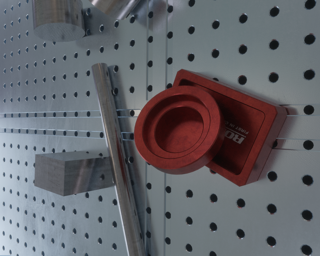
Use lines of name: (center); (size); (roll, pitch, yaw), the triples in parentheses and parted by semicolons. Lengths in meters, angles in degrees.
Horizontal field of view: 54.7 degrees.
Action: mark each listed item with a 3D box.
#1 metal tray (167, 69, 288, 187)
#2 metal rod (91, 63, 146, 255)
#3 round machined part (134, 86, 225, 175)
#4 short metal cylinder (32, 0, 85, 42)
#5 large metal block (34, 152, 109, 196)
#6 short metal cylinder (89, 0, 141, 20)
metal tray: (0.063, -0.005, 0.353); (0.130, 0.030, 0.089); (30, 109, 36)
metal rod: (-0.063, 0.046, 0.461); (0.025, 0.025, 0.299); (-21, 77, 38)
round machined part: (0.024, 0.005, 0.345); (0.098, 0.042, 0.098); (-11, 61, 21)
short metal cylinder: (-0.167, -0.181, 0.511); (0.080, 0.081, 0.050); (-9, 84, 39)
large metal block: (-0.138, 0.068, 0.488); (0.080, 0.081, 0.050); (5, 93, 40)
short metal cylinder: (-0.063, -0.197, 0.426); (0.050, 0.081, 0.080); (-42, 65, 32)
